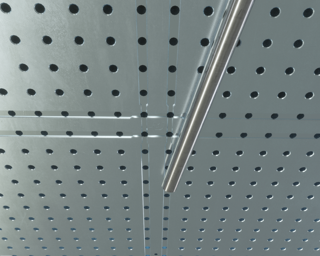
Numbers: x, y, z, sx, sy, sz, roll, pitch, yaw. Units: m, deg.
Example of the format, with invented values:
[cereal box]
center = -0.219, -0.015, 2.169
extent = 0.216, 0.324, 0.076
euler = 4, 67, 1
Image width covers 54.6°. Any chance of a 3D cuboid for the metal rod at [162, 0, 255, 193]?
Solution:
[metal rod]
center = 0.048, -0.019, 0.395
extent = 0.025, 0.025, 0.298
euler = 10, 130, -8
